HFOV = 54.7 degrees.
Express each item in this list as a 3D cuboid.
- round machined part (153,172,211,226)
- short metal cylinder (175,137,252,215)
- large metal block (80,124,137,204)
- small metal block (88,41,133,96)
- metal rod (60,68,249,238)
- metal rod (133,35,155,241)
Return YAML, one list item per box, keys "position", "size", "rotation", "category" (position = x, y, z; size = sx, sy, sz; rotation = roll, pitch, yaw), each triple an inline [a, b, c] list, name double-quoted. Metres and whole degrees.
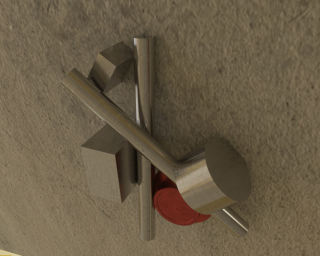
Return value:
- position: [0.030, 0.100, 0.443]
  size: [0.098, 0.042, 0.097]
  rotation: [13, 124, 20]
  category: "round machined part"
- position: [0.065, 0.058, 0.374]
  size: [0.080, 0.080, 0.050]
  rotation: [49, 129, -6]
  category: "short metal cylinder"
- position: [-0.058, 0.042, 0.428]
  size: [0.050, 0.080, 0.079]
  rotation: [11, 123, 22]
  category: "large metal block"
- position: [-0.059, -0.072, 0.377]
  size: [0.025, 0.050, 0.050]
  rotation: [39, 129, 2]
  category: "small metal block"
- position: [0.003, 0.039, 0.385]
  size: [0.300, 0.025, 0.025]
  rotation: [43, 130, -13]
  category: "metal rod"
- position: [-0.019, 0.031, 0.416]
  size: [0.025, 0.025, 0.298]
  rotation: [11, 117, 22]
  category: "metal rod"
